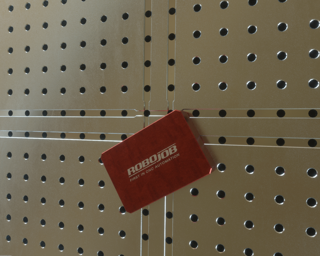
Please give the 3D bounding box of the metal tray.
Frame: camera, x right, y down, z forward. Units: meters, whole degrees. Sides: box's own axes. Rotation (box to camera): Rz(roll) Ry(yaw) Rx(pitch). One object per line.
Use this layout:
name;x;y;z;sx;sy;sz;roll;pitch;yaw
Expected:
metal tray;-0.005;0.045;0.412;0.130;0.030;0.090;-30;80;17
